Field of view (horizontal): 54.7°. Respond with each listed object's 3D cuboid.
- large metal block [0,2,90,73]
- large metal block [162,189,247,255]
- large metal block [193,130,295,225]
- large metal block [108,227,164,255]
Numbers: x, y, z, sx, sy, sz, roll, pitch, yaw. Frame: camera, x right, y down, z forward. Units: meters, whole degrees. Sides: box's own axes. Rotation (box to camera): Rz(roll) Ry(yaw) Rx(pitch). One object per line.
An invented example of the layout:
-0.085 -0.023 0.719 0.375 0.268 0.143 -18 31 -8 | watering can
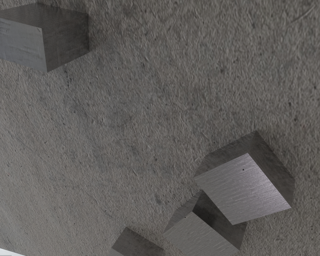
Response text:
-0.144 -0.114 0.377 0.080 0.080 0.050 18 126 17 | large metal block
0.064 0.146 0.448 0.080 0.050 0.080 40 129 1 | large metal block
0.102 0.062 0.375 0.080 0.050 0.080 -33 100 38 | large metal block
-0.049 0.241 0.565 0.080 0.050 0.079 28 128 10 | large metal block
